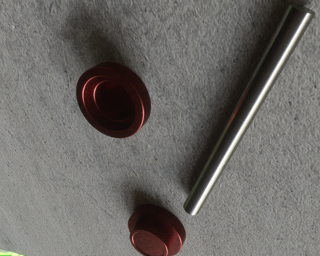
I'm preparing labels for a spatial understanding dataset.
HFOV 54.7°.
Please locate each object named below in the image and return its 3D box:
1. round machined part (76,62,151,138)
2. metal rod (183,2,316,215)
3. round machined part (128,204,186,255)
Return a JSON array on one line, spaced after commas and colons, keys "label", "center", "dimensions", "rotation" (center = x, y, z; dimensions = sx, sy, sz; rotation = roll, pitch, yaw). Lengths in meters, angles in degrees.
[{"label": "round machined part", "center": [-0.055, -0.039, 0.401], "dimensions": [0.098, 0.042, 0.097], "rotation": [13, 124, 21]}, {"label": "metal rod", "center": [0.086, 0.006, 0.364], "dimensions": [0.025, 0.025, 0.298], "rotation": [28, 128, 11]}, {"label": "round machined part", "center": [-0.011, 0.178, 0.511], "dimensions": [0.098, 0.042, 0.097], "rotation": [13, 124, 21]}]
